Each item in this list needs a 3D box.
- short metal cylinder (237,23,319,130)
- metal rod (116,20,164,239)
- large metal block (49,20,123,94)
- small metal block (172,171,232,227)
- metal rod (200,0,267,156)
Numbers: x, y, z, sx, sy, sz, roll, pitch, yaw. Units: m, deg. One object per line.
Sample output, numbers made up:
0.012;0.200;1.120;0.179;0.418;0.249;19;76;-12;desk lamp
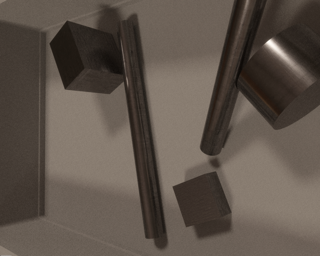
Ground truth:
0.117;-0.043;0.274;0.080;0.081;0.050;-49;62;29;short metal cylinder
-0.029;-0.003;0.428;0.025;0.025;0.298;-14;81;39;metal rod
-0.102;-0.100;0.453;0.050;0.081;0.080;-36;68;34;large metal block
0.049;0.084;0.365;0.050;0.025;0.050;-30;72;36;small metal block
0.071;-0.088;0.262;0.025;0.025;0.298;40;141;32;metal rod
